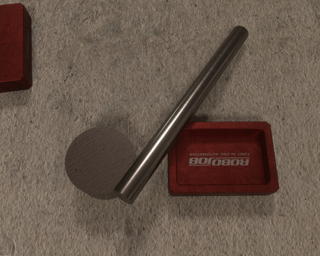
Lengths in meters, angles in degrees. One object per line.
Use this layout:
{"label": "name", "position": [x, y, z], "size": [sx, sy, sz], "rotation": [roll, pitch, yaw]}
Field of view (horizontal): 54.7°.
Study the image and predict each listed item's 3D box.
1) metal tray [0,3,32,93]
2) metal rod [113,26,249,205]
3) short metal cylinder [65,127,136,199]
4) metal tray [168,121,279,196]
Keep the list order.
{"label": "metal tray", "position": [-0.236, -0.114, 0.444], "size": [0.091, 0.030, 0.129], "rotation": [-8, 70, -3]}
{"label": "metal rod", "position": [0.040, -0.034, 0.394], "size": [0.025, 0.025, 0.301], "rotation": [31, 62, 10]}
{"label": "short metal cylinder", "position": [-0.068, 0.044, 0.378], "size": [0.081, 0.050, 0.080], "rotation": [0, 70, 0]}
{"label": "metal tray", "position": [0.075, 0.039, 0.392], "size": [0.131, 0.030, 0.090], "rotation": [0, 70, -1]}
